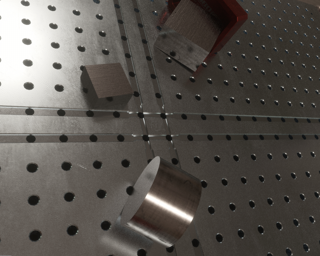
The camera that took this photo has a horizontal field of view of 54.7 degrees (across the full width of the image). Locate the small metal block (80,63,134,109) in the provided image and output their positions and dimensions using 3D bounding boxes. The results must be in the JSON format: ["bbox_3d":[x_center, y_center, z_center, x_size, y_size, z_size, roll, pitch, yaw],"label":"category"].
[{"bbox_3d":[-0.069,-0.056,0.406,0.050,0.025,0.050,-13,69,-34],"label":"small metal block"}]

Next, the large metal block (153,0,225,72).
[{"bbox_3d":[0.048,-0.153,0.506,0.080,0.050,0.080,31,58,-5],"label":"large metal block"}]

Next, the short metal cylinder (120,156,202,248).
[{"bbox_3d":[0.000,0.077,0.328,0.050,0.080,0.080,31,52,-9],"label":"short metal cylinder"}]

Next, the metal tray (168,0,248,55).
[{"bbox_3d":[0.078,-0.205,0.536,0.030,0.090,0.130,-27,77,-37],"label":"metal tray"}]
